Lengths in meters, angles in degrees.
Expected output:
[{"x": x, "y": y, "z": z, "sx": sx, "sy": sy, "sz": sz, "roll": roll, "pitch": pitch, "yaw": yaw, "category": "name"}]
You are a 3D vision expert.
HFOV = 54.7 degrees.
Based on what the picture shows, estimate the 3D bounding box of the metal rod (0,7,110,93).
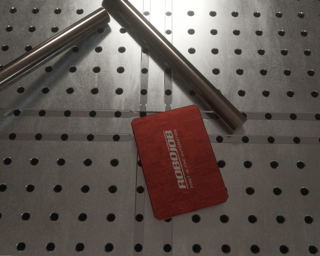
[{"x": -0.188, "y": -0.081, "z": 0.415, "sx": 0.025, "sy": 0.025, "sz": 0.301, "roll": 42, "pitch": 66, "yaw": 13, "category": "metal rod"}]

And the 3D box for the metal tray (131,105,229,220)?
[{"x": 0.022, "y": 0.042, "z": 0.394, "sx": 0.091, "sy": 0.030, "sz": 0.130, "roll": -14, "pitch": 71, "yaw": -6, "category": "metal tray"}]

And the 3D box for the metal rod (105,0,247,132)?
[{"x": 0.011, "y": -0.111, "z": 0.452, "sx": 0.025, "sy": 0.025, "sz": 0.300, "roll": -38, "pitch": 75, "yaw": -13, "category": "metal rod"}]
